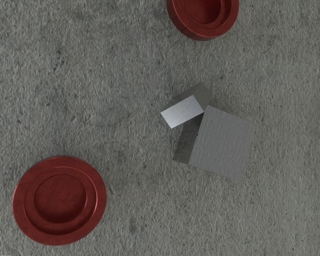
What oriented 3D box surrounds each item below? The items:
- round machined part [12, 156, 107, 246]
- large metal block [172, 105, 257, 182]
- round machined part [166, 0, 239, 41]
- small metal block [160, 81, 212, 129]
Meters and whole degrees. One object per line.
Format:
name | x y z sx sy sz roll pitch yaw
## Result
round machined part | -0.115 0.080 0.358 0.099 0.042 0.097 0 90 -21
large metal block | 0.074 0.020 0.425 0.080 0.050 0.080 20 83 -19
round machined part | 0.054 -0.167 0.421 0.099 0.042 0.097 0 90 -21
small metal block | 0.035 -0.030 0.399 0.025 0.050 0.050 55 31 -12
